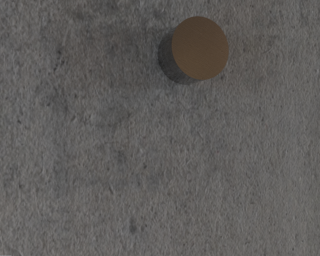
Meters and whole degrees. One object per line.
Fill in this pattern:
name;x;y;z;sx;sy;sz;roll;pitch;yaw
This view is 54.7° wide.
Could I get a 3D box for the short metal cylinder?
short metal cylinder;0.043;-0.101;0.413;0.081;0.050;0.079;0;90;-21
